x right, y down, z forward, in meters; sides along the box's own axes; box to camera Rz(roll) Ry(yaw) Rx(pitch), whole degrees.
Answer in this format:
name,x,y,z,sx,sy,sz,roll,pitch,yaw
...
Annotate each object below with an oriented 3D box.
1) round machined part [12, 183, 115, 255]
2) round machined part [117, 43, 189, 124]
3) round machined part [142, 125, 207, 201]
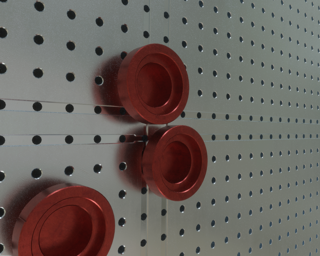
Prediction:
name,x,y,z,sx,sy,sz,roll,pitch,yaw
round machined part,-0.099,0.105,0.317,0.099,0.042,0.097,0,90,-40
round machined part,-0.012,-0.053,0.389,0.099,0.042,0.097,0,90,-40
round machined part,0.015,0.045,0.413,0.099,0.042,0.097,0,90,-40
